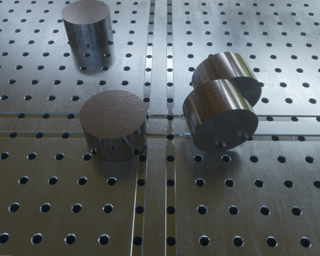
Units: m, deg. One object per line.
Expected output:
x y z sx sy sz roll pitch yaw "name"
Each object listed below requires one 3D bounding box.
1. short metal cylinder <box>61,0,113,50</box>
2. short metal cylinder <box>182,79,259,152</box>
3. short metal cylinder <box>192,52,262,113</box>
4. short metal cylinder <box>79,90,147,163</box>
-0.126 -0.181 0.543 0.081 0.050 0.080 0 50 0 "short metal cylinder"
0.073 -0.014 0.384 0.081 0.080 0.050 -9 51 -8 "short metal cylinder"
0.088 -0.055 0.419 0.081 0.080 0.050 -9 51 -8 "short metal cylinder"
-0.057 -0.003 0.393 0.081 0.050 0.080 0 50 0 "short metal cylinder"
